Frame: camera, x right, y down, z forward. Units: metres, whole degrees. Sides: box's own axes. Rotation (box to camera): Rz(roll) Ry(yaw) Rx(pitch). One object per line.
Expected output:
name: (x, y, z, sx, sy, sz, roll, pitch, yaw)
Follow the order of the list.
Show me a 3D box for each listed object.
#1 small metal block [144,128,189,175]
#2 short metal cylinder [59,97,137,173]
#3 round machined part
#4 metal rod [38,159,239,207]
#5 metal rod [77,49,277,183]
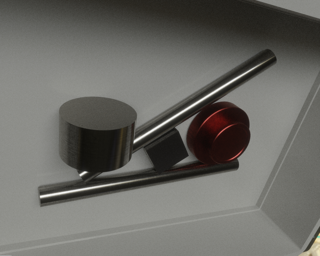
small metal block: (0.006, 0.029, 0.429, 0.050, 0.025, 0.050, -31, 129, -8)
short metal cylinder: (-0.068, 0.005, 0.339, 0.081, 0.080, 0.050, -5, 121, -26)
round machined part: (0.093, 0.014, 0.455, 0.099, 0.042, 0.097, -14, 125, -21)
metal rod: (-0.013, 0.071, 0.446, 0.303, 0.025, 0.025, -5, 121, -26)
metal rod: (0.027, -0.020, 0.411, 0.301, 0.025, 0.025, -32, 129, -8)
